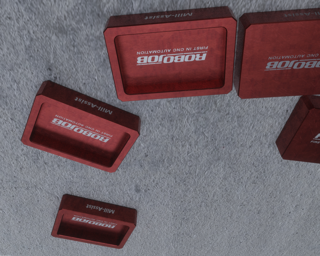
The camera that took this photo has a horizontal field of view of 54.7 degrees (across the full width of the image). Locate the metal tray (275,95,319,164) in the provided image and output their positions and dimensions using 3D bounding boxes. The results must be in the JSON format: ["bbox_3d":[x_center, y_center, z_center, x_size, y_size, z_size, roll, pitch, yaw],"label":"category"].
[{"bbox_3d":[0.236,0.008,0.413,0.131,0.030,0.089,7,130,-6],"label":"metal tray"}]

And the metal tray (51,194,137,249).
[{"bbox_3d":[-0.116,0.167,0.544,0.131,0.030,0.089,16,128,-14],"label":"metal tray"}]

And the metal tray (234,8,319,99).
[{"bbox_3d":[0.151,-0.080,0.337,0.131,0.030,0.089,-3,130,2],"label":"metal tray"}]

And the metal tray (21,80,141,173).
[{"bbox_3d":[-0.102,0.003,0.405,0.131,0.030,0.089,22,127,-18],"label":"metal tray"}]

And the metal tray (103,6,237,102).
[{"bbox_3d":[0.013,-0.077,0.337,0.131,0.030,0.089,-4,130,3],"label":"metal tray"}]
